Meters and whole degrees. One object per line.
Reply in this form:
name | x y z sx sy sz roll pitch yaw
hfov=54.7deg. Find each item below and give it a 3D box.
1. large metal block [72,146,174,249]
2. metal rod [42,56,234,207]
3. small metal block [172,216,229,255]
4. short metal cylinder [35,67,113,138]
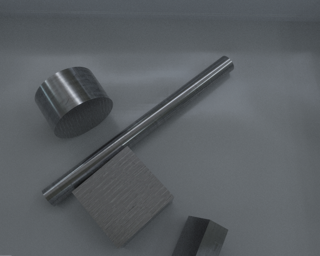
large metal block | -0.041 0.082 0.366 0.080 0.050 0.080 -40 75 -14
metal rod | -0.019 -0.004 0.410 0.301 0.025 0.025 -37 75 -13
small metal block | 0.044 0.129 0.346 0.025 0.050 0.050 32 70 -14
short metal cylinder | -0.107 -0.031 0.390 0.080 0.080 0.050 -33 74 -11
